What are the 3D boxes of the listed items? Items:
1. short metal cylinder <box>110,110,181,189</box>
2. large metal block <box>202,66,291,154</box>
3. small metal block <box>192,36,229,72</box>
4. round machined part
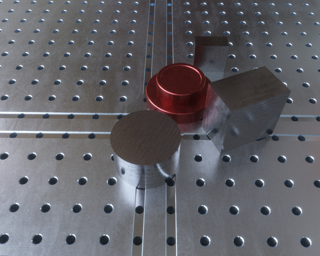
[{"bbox_3d":[-0.016,0.025,0.370,0.080,0.050,0.080,0,50,0],"label":"short metal cylinder"},{"bbox_3d":[0.104,-0.022,0.391,0.081,0.080,0.050,-19,53,-15],"label":"large metal block"},{"bbox_3d":[0.078,-0.116,0.489,0.050,0.050,0.025,0,50,0],"label":"small metal block"},{"bbox_3d":[0.029,-0.056,0.444,0.099,0.042,0.098,0,50,0],"label":"round machined part"}]
